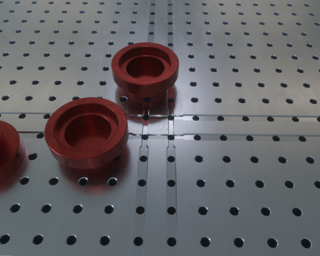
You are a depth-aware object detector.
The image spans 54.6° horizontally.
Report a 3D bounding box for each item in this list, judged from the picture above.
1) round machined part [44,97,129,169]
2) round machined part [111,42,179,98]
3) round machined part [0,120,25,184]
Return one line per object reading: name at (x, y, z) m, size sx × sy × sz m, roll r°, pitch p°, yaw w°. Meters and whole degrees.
round machined part at (-0.088, 0.010, 0.388) m, size 0.099 × 0.042 × 0.098 m, roll 0°, pitch 50°, yaw 0°
round machined part at (-0.021, -0.083, 0.466) m, size 0.099 × 0.042 × 0.098 m, roll 0°, pitch 50°, yaw 0°
round machined part at (-0.221, 0.025, 0.375) m, size 0.099 × 0.042 × 0.098 m, roll 0°, pitch 50°, yaw 0°
